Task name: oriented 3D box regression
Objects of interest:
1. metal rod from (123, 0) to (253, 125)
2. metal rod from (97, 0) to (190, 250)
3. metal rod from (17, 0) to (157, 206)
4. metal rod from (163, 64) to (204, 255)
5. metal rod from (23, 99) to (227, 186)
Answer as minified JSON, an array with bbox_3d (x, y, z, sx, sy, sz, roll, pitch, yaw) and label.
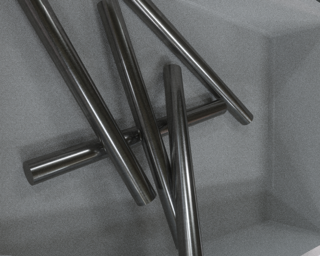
[{"bbox_3d":[0.052,-0.094,0.452,0.301,0.025,0.025,39,66,-33],"label":"metal rod"},{"bbox_3d":[-0.015,-0.002,0.364,0.025,0.025,0.298,-20,93,-39],"label":"metal rod"},{"bbox_3d":[-0.083,-0.048,0.316,0.025,0.025,0.299,-37,106,-34],"label":"metal rod"},{"bbox_3d":[0.026,0.051,0.353,0.025,0.025,0.299,22,52,-38],"label":"metal rod"},{"bbox_3d":[-0.016,0.005,0.394,0.302,0.025,0.025,-19,103,-39],"label":"metal rod"}]
